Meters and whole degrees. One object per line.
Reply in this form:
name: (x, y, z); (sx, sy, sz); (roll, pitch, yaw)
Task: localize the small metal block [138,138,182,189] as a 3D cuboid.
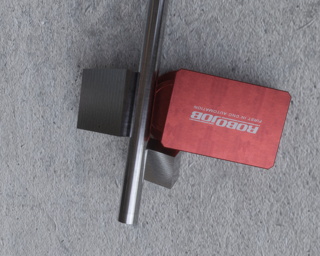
small metal block: (-0.002, 0.045, 0.400); (0.050, 0.025, 0.050); (17, 121, 19)

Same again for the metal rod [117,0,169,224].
metal rod: (-0.018, -0.036, 0.372); (0.025, 0.025, 0.298); (8, 91, 20)

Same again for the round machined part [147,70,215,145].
round machined part: (0.022, -0.025, 0.393); (0.098, 0.042, 0.097); (0, 90, 20)

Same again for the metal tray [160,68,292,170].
metal tray: (0.073, -0.011, 0.358); (0.131, 0.030, 0.089); (12, 95, -1)

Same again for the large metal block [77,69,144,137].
large metal block: (-0.059, -0.033, 0.406); (0.080, 0.050, 0.079); (9, 93, 38)
